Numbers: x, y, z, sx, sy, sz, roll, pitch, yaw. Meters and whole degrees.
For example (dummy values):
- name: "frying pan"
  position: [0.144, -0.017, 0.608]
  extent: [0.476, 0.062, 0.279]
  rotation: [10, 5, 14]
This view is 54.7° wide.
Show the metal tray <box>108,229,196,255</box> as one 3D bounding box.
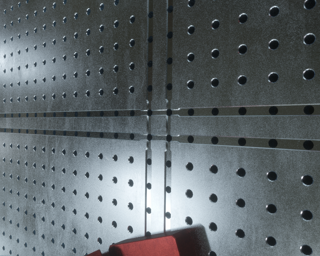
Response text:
- name: "metal tray"
  position: [-0.008, 0.192, 0.413]
  extent: [0.130, 0.030, 0.090]
  rotation: [-25, 74, 37]

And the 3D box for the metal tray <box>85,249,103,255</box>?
- name: "metal tray"
  position: [-0.080, 0.248, 0.444]
  extent: [0.130, 0.030, 0.090]
  rotation: [63, 156, 21]
